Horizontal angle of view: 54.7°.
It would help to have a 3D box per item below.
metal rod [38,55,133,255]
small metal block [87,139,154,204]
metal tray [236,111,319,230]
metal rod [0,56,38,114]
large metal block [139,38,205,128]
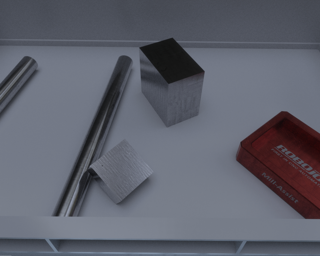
[{"bbox_3d":[-0.081,0.008,0.397,0.025,0.025,0.300,8,50,6],"label":"metal rod"},{"bbox_3d":[-0.045,0.049,0.350,0.050,0.025,0.050,-39,87,-28],"label":"small metal block"},{"bbox_3d":[0.169,0.045,0.366,0.091,0.030,0.130,-32,57,-25],"label":"metal tray"},{"bbox_3d":[-0.243,0.008,0.395,0.025,0.025,0.300,12,51,9],"label":"metal rod"},{"bbox_3d":[0.013,-0.062,0.421,0.050,0.080,0.080,-22,54,-18],"label":"large metal block"}]
